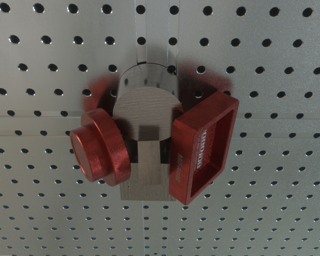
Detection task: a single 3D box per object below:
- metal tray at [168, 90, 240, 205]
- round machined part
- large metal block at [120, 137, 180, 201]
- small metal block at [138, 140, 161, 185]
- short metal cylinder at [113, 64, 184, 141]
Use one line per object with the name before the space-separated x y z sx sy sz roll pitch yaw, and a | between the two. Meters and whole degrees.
metal tray | 0.054 0.027 0.394 0.030 0.091 0.129 32 139 31
round machined part | -0.078 0.028 0.381 0.042 0.098 0.097 -22 136 -26
large metal block | -0.015 0.060 0.446 0.081 0.050 0.079 2 130 -2
small metal block | -0.013 0.043 0.376 0.025 0.050 0.050 -2 172 -2
short metal cylinder | -0.013 -0.029 0.369 0.081 0.050 0.079 0 130 0
